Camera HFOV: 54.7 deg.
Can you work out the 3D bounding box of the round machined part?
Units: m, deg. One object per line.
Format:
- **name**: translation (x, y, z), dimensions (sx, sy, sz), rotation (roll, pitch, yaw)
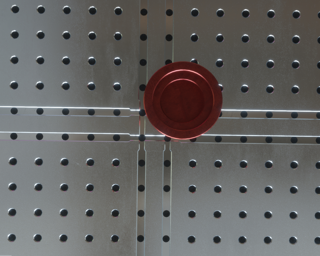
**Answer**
- **round machined part**: translation (0.029, -0.035, 0.405), dimensions (0.099, 0.042, 0.097), rotation (0, 90, -1)
